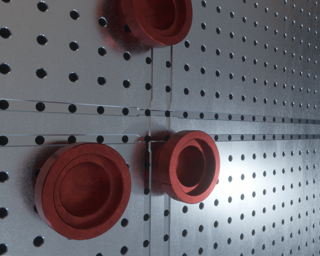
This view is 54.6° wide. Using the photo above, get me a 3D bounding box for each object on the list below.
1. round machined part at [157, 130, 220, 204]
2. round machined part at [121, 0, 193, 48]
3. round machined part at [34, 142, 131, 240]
[{"bbox_3d":[0.035,0.052,0.426,0.099,0.042,0.097,0,90,-40],"label":"round machined part"},{"bbox_3d":[-0.008,-0.149,0.390,0.099,0.042,0.097,0,90,-40],"label":"round machined part"},{"bbox_3d":[-0.083,0.063,0.328,0.099,0.042,0.097,0,90,-40],"label":"round machined part"}]
